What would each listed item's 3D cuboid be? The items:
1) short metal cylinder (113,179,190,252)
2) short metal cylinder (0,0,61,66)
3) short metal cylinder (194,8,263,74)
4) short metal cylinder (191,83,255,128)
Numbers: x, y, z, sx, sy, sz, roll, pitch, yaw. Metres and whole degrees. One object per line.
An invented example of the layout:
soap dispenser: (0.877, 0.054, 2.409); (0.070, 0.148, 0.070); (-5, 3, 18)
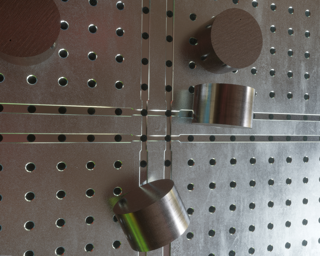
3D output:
short metal cylinder: (-0.010, 0.104, 0.380); (0.081, 0.080, 0.050); (-26, 99, -18)
short metal cylinder: (-0.153, -0.113, 0.343); (0.081, 0.050, 0.079); (0, 90, -20)
short metal cylinder: (0.094, -0.119, 0.434); (0.081, 0.050, 0.079); (0, 90, -20)
short metal cylinder: (0.084, -0.028, 0.414); (0.081, 0.080, 0.050); (6, 88, -20)
